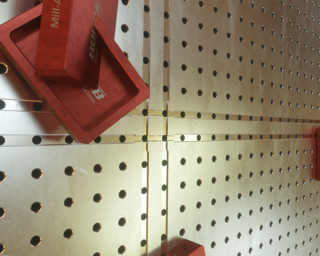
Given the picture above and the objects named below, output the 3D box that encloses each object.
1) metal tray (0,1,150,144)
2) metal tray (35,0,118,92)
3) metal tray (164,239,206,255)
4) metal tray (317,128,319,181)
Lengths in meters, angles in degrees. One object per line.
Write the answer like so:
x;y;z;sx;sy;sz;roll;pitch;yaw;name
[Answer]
-0.083;-0.059;0.310;0.090;0.030;0.130;-41;104;-21;metal tray
-0.077;-0.106;0.312;0.090;0.030;0.129;20;75;-74;metal tray
0.013;0.225;0.420;0.131;0.030;0.089;-19;103;-39;metal tray
0.423;0.064;0.765;0.091;0.030;0.129;0;90;-40;metal tray
